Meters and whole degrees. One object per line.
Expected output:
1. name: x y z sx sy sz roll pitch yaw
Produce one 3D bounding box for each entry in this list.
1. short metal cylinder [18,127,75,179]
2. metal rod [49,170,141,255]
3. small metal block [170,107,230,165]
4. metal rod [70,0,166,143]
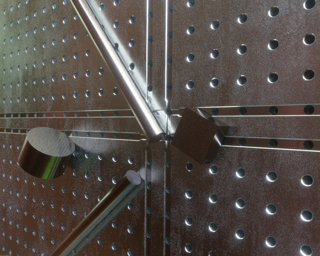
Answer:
1. short metal cylinder: -0.195 0.042 0.535 0.080 0.081 0.050 45 117 30
2. metal rod: -0.125 0.166 0.512 0.299 0.025 0.025 -48 62 29
3. small metal block: 0.047 0.009 0.371 0.050 0.025 0.050 34 111 34
4. metal rod: -0.073 -0.106 0.469 0.025 0.025 0.299 -45 63 31
